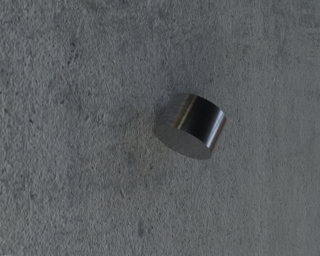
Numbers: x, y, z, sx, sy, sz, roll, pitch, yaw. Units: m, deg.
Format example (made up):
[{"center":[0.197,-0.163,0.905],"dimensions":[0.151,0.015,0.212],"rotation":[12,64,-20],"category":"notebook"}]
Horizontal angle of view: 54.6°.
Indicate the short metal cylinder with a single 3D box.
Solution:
[{"center":[0.039,-0.001,0.400],"dimensions":[0.080,0.080,0.050],"rotation":[42,65,-32],"category":"short metal cylinder"}]
